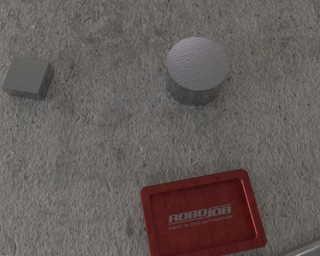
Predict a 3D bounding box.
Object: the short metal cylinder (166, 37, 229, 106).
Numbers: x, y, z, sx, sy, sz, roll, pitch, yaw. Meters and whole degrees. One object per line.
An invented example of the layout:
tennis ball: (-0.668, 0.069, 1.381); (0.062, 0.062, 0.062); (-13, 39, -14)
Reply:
short metal cylinder: (0.049, -0.076, 0.423); (0.081, 0.050, 0.080); (0, 70, 0)

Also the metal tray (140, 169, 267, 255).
metal tray: (0.048, 0.105, 0.367); (0.131, 0.030, 0.090); (-10, 70, -4)

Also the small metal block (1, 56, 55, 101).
small metal block: (-0.182, -0.069, 0.432); (0.050, 0.025, 0.050); (10, 70, 3)

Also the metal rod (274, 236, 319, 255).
metal rod: (0.095, 0.172, 0.346); (0.302, 0.025, 0.025); (-19, 71, -7)
